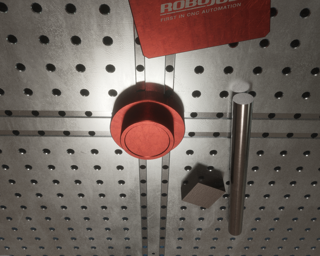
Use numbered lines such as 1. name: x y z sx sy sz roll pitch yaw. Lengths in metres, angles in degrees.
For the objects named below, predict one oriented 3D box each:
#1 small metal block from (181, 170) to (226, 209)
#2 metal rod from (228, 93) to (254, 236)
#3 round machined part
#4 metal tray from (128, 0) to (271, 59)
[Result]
1. small metal block: 0.068 0.100 0.498 0.050 0.025 0.050 21 127 -18
2. metal rod: 0.121 0.076 0.478 0.025 0.025 0.298 -6 130 4
3. round machined part: -0.016 0.004 0.404 0.099 0.042 0.097 -1 130 0
4. metal tray: 0.038 -0.125 0.303 0.131 0.030 0.090 -9 130 7
